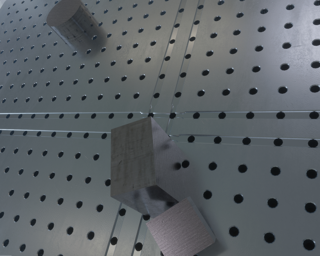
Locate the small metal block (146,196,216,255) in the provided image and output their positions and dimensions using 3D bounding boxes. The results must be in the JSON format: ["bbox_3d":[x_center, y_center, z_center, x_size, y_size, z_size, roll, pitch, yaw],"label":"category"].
[{"bbox_3d":[0.022,0.106,0.320,0.050,0.025,0.050,-34,75,6],"label":"small metal block"}]

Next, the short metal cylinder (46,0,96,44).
[{"bbox_3d":[-0.176,-0.214,0.616,0.080,0.050,0.080,-13,56,21],"label":"short metal cylinder"}]

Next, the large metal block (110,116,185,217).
[{"bbox_3d":[-0.013,0.046,0.351,0.050,0.080,0.080,-18,55,18],"label":"large metal block"}]
